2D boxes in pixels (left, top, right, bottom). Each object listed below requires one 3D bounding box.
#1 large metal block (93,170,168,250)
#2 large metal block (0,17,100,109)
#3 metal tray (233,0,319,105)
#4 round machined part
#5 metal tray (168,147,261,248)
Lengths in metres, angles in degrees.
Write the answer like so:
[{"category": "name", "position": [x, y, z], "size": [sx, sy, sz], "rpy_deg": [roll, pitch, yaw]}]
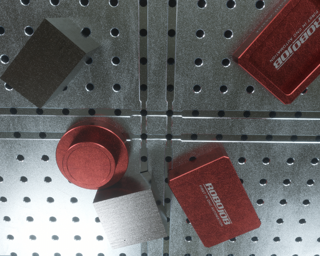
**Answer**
[{"category": "large metal block", "position": [-0.039, 0.116, 0.442], "size": [0.080, 0.050, 0.080], "rpy_deg": [-15, 110, 5]}, {"category": "large metal block", "position": [-0.120, -0.077, 0.354], "size": [0.050, 0.080, 0.080], "rpy_deg": [41, 105, -14]}, {"category": "metal tray", "position": [0.165, -0.104, 0.373], "size": [0.090, 0.030, 0.130], "rpy_deg": [37, 106, -13]}, {"category": "round machined part", "position": [-0.092, 0.042, 0.419], "size": [0.099, 0.042, 0.097], "rpy_deg": [0, 110, -1]}, {"category": "metal tray", "position": [0.079, 0.103, 0.449], "size": [0.090, 0.030, 0.130], "rpy_deg": [-26, 108, 9]}]
